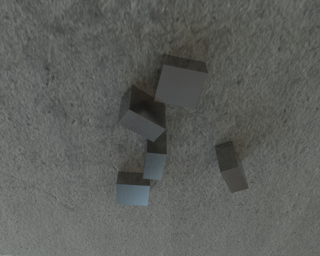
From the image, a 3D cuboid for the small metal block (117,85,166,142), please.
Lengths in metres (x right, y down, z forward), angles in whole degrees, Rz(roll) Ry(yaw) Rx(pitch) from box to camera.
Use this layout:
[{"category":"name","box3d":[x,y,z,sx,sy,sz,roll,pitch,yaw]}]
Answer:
[{"category":"small metal block","box3d":[-0.021,-0.018,0.375,0.050,0.050,0.025,29,124,-23]}]

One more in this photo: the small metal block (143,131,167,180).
[{"category":"small metal block","box3d":[-0.007,0.034,0.420,0.025,0.050,0.050,6,130,-5]}]

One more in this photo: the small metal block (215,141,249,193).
[{"category":"small metal block","box3d":[0.102,0.055,0.440,0.025,0.050,0.050,-20,128,16]}]

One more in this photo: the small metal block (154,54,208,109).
[{"category":"small metal block","box3d":[0.023,-0.054,0.362,0.050,0.025,0.050,10,130,-9]}]

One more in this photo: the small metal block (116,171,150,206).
[{"category":"small metal block","box3d":[-0.042,0.096,0.489,0.050,0.025,0.050,4,130,-4]}]
